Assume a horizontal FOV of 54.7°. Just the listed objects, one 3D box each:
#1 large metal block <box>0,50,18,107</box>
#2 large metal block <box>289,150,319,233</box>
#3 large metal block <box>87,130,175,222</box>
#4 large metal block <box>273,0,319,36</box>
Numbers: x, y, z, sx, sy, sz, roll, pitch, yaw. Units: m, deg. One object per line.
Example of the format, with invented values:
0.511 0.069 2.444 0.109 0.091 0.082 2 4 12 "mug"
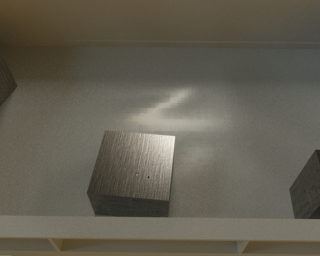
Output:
-0.253 -0.065 0.422 0.050 0.080 0.080 11 51 9 "large metal block"
0.189 0.068 0.313 0.080 0.080 0.050 4 50 3 "large metal block"
-0.027 0.052 0.345 0.080 0.050 0.080 5 50 4 "large metal block"
0.260 -0.229 0.566 0.050 0.080 0.080 34 58 25 "large metal block"
